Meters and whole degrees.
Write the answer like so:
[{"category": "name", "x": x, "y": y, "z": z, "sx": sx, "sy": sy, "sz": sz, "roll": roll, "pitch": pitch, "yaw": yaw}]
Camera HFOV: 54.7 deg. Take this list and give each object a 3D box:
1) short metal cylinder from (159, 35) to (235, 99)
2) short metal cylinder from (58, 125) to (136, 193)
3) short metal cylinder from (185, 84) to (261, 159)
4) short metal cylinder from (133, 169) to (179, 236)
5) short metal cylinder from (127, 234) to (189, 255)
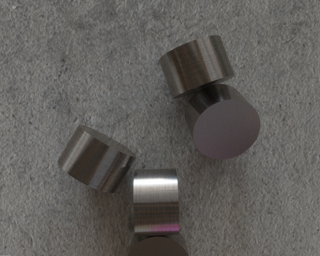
[{"category": "short metal cylinder", "x": 0.045, "y": -0.073, "z": 0.383, "sx": 0.080, "sy": 0.080, "sz": 0.050, "roll": -20, "pitch": 90, "yaw": 0}, {"category": "short metal cylinder", "x": -0.076, "y": 0.037, "z": 0.382, "sx": 0.080, "sy": 0.080, "sz": 0.050, "roll": 30, "pitch": 90, "yaw": -1}, {"category": "short metal cylinder", "x": 0.075, "y": -0.008, "z": 0.382, "sx": 0.081, "sy": 0.050, "sz": 0.079, "roll": -3, "pitch": 119, "yaw": -6}, {"category": "short metal cylinder", "x": -0.004, "y": 0.091, "z": 0.383, "sx": 0.050, "sy": 0.080, "sz": 0.079, "roll": -2, "pitch": 90, "yaw": 0}, {"category": "short metal cylinder", "x": -0.002, "y": 0.170, "z": 0.398, "sx": 0.081, "sy": 0.050, "sz": 0.079, "roll": 0, "pitch": 90, "yaw": -1}]
